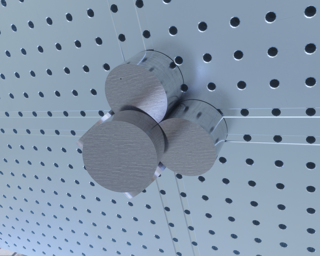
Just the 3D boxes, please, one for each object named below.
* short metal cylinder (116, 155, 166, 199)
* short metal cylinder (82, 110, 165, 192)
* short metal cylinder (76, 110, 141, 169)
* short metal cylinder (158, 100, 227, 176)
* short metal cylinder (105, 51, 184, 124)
[{"bbox_3d":[-0.032,0.049,0.421,0.050,0.080,0.080,47,129,-5],"label":"short metal cylinder"},{"bbox_3d":[-0.038,0.024,0.345,0.080,0.050,0.079,2,106,9],"label":"short metal cylinder"},{"bbox_3d":[-0.065,0.012,0.415,0.050,0.080,0.080,47,129,-5],"label":"short metal cylinder"},{"bbox_3d":[0.037,0.012,0.381,0.080,0.050,0.079,13,124,20],"label":"short metal cylinder"},{"bbox_3d":[-0.018,-0.047,0.373,0.080,0.050,0.079,13,124,20],"label":"short metal cylinder"}]
